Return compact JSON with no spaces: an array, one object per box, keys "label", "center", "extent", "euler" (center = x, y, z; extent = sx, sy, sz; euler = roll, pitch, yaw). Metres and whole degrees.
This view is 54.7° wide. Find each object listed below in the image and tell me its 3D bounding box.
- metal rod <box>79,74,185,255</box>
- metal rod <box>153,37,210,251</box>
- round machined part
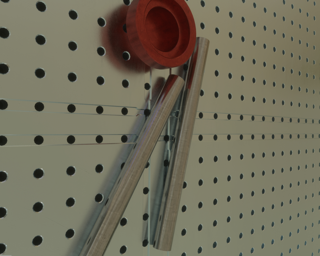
[{"label":"metal rod","center":[-0.038,0.061,0.377],"extent":[0.025,0.025,0.300],"euler":[39,66,-33]},{"label":"metal rod","center":[0.032,0.015,0.435],"extent":[0.025,0.025,0.299],"euler":[19,78,-39]},{"label":"round machined part","center":[-0.003,-0.123,0.395],"extent":[0.099,0.042,0.097],"euler":[0,90,-40]}]
